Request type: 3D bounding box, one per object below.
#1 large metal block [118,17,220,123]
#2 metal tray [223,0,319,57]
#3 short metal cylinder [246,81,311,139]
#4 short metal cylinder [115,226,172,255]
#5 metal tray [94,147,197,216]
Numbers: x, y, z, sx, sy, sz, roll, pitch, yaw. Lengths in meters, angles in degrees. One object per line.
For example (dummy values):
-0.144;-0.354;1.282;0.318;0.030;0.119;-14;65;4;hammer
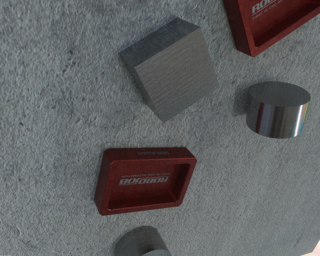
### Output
0.012;-0.066;0.356;0.080;0.050;0.080;-33;129;-7;large metal block
0.146;-0.160;0.383;0.130;0.030;0.090;-34;129;-6;metal tray
0.168;-0.028;0.446;0.081;0.080;0.050;-16;125;-20;short metal cylinder
-0.027;0.208;0.504;0.081;0.050;0.079;-14;124;-21;short metal cylinder
-0.019;0.073;0.438;0.131;0.030;0.089;1;118;-29;metal tray
